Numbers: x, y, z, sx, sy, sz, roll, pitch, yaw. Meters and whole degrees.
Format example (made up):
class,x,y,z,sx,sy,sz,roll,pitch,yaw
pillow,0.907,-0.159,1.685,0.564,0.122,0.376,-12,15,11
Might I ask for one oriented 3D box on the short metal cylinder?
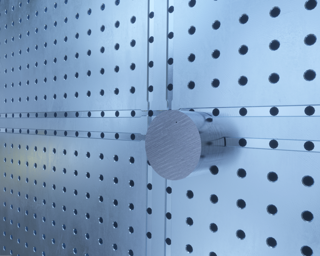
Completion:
class,x,y,z,sx,sy,sz,roll,pitch,yaw
short metal cylinder,0.029,0.019,0.370,0.080,0.050,0.080,0,90,40
